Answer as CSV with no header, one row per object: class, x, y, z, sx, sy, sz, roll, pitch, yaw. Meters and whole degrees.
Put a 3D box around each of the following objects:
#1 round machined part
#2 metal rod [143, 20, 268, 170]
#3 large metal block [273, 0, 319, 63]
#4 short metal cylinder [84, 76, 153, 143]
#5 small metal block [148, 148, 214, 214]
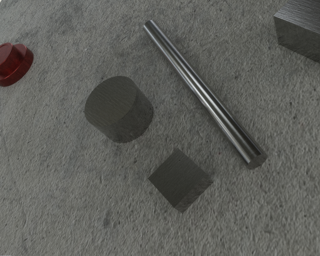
round machined part,-0.315,-0.137,0.639,0.098,0.042,0.098,-13,56,20
metal rod,0.043,-0.066,0.420,0.025,0.025,0.300,-34,52,5
large metal block,0.196,-0.127,0.363,0.080,0.050,0.080,-44,51,-2
short metal cylinder,-0.056,-0.025,0.431,0.080,0.050,0.080,-13,56,20
small metal block,0.023,0.060,0.354,0.050,0.025,0.050,-45,51,-4
